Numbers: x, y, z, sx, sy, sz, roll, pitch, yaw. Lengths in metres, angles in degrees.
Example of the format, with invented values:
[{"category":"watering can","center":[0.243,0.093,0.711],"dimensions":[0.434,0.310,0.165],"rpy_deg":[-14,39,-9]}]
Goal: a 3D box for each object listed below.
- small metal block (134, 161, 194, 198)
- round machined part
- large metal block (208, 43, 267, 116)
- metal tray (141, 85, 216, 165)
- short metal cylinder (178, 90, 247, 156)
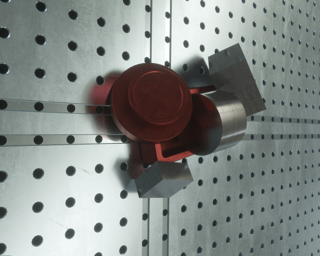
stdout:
[{"category":"small metal block","center":[0.005,0.066,0.390],"dimensions":[0.050,0.050,0.025],"rpy_deg":[10,50,-39]},{"category":"round machined part","center":[-0.007,-0.032,0.363],"dimensions":[0.099,0.042,0.098],"rpy_deg":[4,75,-15]},{"category":"large metal block","center":[0.111,-0.068,0.456],"dimensions":[0.080,0.050,0.080],"rpy_deg":[59,20,-24]},{"category":"metal tray","center":[0.031,-0.007,0.429],"dimensions":[0.131,0.030,0.089],"rpy_deg":[-15,100,-39]},{"category":"short metal cylinder","center":[0.065,-0.008,0.407],"dimensions":[0.050,0.080,0.079],"rpy_deg":[-12,98,-40]}]
